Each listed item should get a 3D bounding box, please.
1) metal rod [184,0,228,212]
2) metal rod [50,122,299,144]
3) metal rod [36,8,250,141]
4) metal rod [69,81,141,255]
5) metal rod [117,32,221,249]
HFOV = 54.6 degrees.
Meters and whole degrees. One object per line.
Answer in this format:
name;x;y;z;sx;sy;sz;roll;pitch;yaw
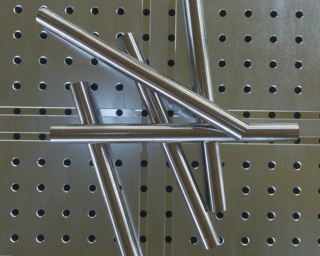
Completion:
metal rod;0.060;-0.040;0.413;0.025;0.025;0.298;-7;90;0
metal rod;0.018;0.006;0.387;0.302;0.025;0.025;-1;90;0
metal rod;-0.029;-0.072;0.386;0.300;0.025;0.025;31;90;10
metal rod;-0.065;0.085;0.412;0.025;0.025;0.299;-17;90;0
metal rod;0.012;0.017;0.413;0.025;0.025;0.299;-22;90;0
